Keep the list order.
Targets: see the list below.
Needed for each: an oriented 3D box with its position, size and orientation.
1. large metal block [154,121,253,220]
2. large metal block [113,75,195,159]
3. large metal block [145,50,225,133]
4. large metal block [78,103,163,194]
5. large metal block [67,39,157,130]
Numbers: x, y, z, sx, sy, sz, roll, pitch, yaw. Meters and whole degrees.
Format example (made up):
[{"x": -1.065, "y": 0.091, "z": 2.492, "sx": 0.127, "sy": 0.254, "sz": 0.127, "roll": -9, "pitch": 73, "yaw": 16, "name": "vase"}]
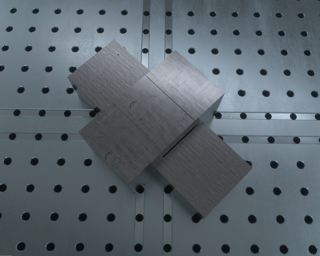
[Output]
[{"x": 0.050, "y": 0.053, "z": 0.380, "sx": 0.080, "sy": 0.050, "sz": 0.080, "roll": -42, "pitch": 76, "yaw": -13, "name": "large metal block"}, {"x": -0.008, "y": -0.005, "z": 0.385, "sx": 0.050, "sy": 0.080, "sz": 0.080, "roll": -43, "pitch": 76, "yaw": -14, "name": "large metal block"}, {"x": 0.029, "y": -0.038, "z": 0.397, "sx": 0.050, "sy": 0.080, "sz": 0.080, "roll": -43, "pitch": 76, "yaw": -14, "name": "large metal block"}, {"x": -0.043, "y": 0.028, "z": 0.372, "sx": 0.050, "sy": 0.080, "sz": 0.080, "roll": -43, "pitch": 76, "yaw": -14, "name": "large metal block"}, {"x": -0.061, "y": -0.057, "z": 0.416, "sx": 0.080, "sy": 0.050, "sz": 0.080, "roll": 43, "pitch": 76, "yaw": 13, "name": "large metal block"}]
